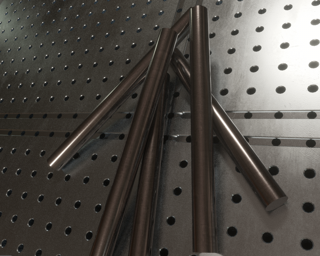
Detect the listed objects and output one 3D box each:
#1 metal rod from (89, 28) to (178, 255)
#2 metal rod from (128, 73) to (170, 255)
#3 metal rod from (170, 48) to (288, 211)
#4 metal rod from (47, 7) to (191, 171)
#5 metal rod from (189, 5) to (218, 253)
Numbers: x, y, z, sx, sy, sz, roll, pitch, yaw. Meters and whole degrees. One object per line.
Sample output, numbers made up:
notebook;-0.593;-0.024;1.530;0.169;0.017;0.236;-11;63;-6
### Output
metal rod;-0.029;0.013;0.383;0.025;0.025;0.299;8;75;31
metal rod;-0.012;0.055;0.379;0.025;0.025;0.299;-8;58;24
metal rod;0.060;-0.031;0.394;0.025;0.025;0.300;-33;52;7
metal rod;-0.052;-0.054;0.446;0.300;0.025;0.025;-46;51;3
metal rod;0.048;-0.016;0.362;0.025;0.025;0.299;-8;67;23
